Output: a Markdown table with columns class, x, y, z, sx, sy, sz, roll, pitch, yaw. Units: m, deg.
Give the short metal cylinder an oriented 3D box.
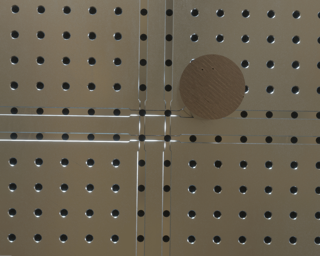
| class | x | y | z | sx | sy | sz | roll | pitch | yaw |
| --- | --- | --- | --- | --- | --- | --- | --- | --- | --- |
| short metal cylinder | 0.064 | -0.050 | 0.402 | 0.081 | 0.050 | 0.079 | 0 | 90 | -1 |
